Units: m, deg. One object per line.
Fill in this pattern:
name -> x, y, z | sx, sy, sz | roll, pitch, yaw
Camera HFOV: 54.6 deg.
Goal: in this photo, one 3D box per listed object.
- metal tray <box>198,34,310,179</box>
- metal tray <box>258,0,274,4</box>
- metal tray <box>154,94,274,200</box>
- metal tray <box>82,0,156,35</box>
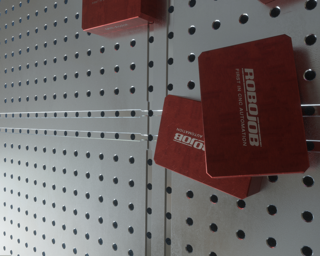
metal tray -> 0.089, -0.018, 0.305 | 0.090, 0.030, 0.129 | -7, 77, 22
metal tray -> 0.126, -0.203, 0.303 | 0.090, 0.030, 0.129 | -11, 83, 39
metal tray -> 0.057, 0.016, 0.360 | 0.130, 0.030, 0.089 | 17, 101, 38
metal tray -> -0.064, -0.195, 0.460 | 0.130, 0.030, 0.090 | 4, 92, 40
